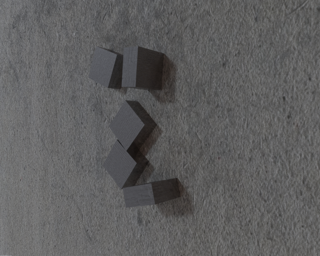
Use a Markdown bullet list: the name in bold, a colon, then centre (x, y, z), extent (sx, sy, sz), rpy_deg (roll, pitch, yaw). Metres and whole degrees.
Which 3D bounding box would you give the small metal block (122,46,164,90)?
- **small metal block**: centre (-0.022, -0.077, 0.407), extent (0.025, 0.050, 0.050), rpy_deg (7, 94, 40)

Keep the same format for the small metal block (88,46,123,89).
- **small metal block**: centre (-0.078, -0.091, 0.470), extent (0.050, 0.025, 0.050), rpy_deg (29, 108, 36)

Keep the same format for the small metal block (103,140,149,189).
- **small metal block**: centre (-0.050, 0.051, 0.446), extent (0.050, 0.025, 0.050), rpy_deg (45, 117, 30)

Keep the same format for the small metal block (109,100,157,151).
- **small metal block**: centre (-0.039, -0.003, 0.437), extent (0.050, 0.025, 0.050), rpy_deg (51, 120, 28)

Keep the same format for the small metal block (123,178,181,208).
- **small metal block**: centre (-0.010, 0.083, 0.397), extent (0.050, 0.050, 0.025), rpy_deg (-18, 79, 38)
